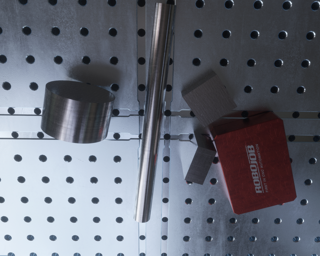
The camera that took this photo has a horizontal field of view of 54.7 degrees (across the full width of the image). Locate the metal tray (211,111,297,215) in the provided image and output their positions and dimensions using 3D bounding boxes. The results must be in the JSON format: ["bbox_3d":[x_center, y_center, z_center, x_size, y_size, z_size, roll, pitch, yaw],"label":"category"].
[{"bbox_3d":[0.131,0.051,0.432,0.090,0.030,0.129,-16,110,5],"label":"metal tray"}]

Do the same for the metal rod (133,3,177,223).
[{"bbox_3d":[-0.010,-0.005,0.411,0.025,0.025,0.298,6,110,-3],"label":"metal rod"}]

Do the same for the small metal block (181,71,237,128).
[{"bbox_3d":[0.063,-0.037,0.401,0.050,0.025,0.050,-33,107,11],"label":"small metal block"}]

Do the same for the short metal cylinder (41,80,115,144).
[{"bbox_3d":[-0.099,-0.021,0.375,0.081,0.080,0.050,13,110,-5],"label":"short metal cylinder"}]

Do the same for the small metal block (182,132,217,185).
[{"bbox_3d":[0.051,0.040,0.416,0.025,0.050,0.050,17,109,-7],"label":"small metal block"}]
